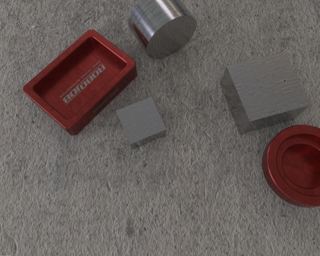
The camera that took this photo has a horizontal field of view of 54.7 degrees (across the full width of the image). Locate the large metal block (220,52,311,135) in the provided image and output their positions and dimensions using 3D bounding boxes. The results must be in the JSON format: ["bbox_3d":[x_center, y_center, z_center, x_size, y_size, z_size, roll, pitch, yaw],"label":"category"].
[{"bbox_3d":[0.136,-0.046,0.413,0.081,0.050,0.080,-15,71,-6],"label":"large metal block"}]

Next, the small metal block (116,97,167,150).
[{"bbox_3d":[-0.025,-0.006,0.410,0.050,0.025,0.050,-22,72,-8],"label":"small metal block"}]

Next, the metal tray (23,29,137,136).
[{"bbox_3d":[-0.107,-0.065,0.428,0.090,0.030,0.130,39,74,13],"label":"metal tray"}]

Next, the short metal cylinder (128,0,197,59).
[{"bbox_3d":[0.003,-0.143,0.431,0.080,0.080,0.050,-29,73,-10],"label":"short metal cylinder"}]

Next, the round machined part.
[{"bbox_3d":[0.175,0.048,0.383,0.099,0.042,0.098,0,70,0],"label":"round machined part"}]
